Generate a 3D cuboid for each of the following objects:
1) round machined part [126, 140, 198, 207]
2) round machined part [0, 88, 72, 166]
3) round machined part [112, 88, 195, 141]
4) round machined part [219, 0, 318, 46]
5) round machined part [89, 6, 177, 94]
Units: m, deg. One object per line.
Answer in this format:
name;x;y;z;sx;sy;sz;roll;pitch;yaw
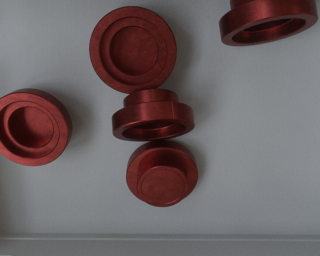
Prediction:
round machined part;0.003;0.069;0.422;0.099;0.042;0.097;-1;117;-2
round machined part;-0.162;-0.004;0.399;0.099;0.042;0.097;0;110;-1
round machined part;-0.009;-0.016;0.377;0.099;0.098;0.042;-7;74;2
round machined part;0.113;-0.124;0.333;0.099;0.098;0.042;-8;89;2
round machined part;-0.030;-0.092;0.368;0.099;0.042;0.097;0;110;-1
